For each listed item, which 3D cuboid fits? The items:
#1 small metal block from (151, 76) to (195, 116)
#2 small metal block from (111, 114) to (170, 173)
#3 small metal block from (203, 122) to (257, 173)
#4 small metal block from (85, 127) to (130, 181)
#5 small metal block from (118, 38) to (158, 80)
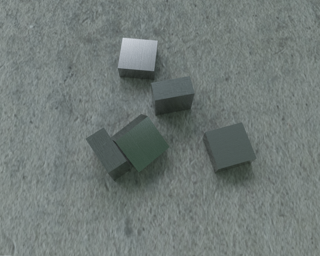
[{"bbox_3d":[0.016,-0.042,0.410,0.050,0.050,0.025,-11,71,-4],"label":"small metal block"},{"bbox_3d":[-0.025,0.018,0.388,0.050,0.025,0.050,-39,111,-13],"label":"small metal block"},{"bbox_3d":[0.089,0.026,0.400,0.050,0.025,0.050,-15,71,-6],"label":"small metal block"},{"bbox_3d":[-0.063,0.033,0.382,0.025,0.050,0.050,-33,74,-11],"label":"small metal block"},{"bbox_3d":[-0.031,-0.099,0.444,0.050,0.025,0.050,5,70,1],"label":"small metal block"}]
